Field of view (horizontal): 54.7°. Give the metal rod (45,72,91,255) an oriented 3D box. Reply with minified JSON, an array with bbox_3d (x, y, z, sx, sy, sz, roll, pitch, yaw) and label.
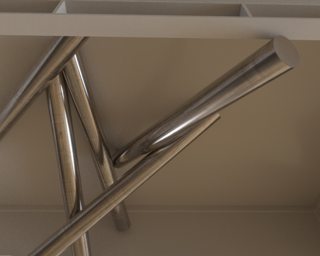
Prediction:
[{"bbox_3d":[-0.113,0.079,0.397,0.025,0.025,0.298,-3,106,2],"label":"metal rod"}]

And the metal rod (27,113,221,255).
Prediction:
[{"bbox_3d":[-0.046,0.075,0.387,0.300,0.025,0.025,-40,124,-3],"label":"metal rod"}]

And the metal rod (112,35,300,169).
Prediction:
[{"bbox_3d":[0.013,-0.003,0.330,0.025,0.025,0.299,25,149,-21],"label":"metal rod"}]

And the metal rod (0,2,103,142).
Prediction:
[{"bbox_3d":[-0.163,-0.030,0.359,0.025,0.025,0.299,35,128,-26],"label":"metal rod"}]

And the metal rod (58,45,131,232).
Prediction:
[{"bbox_3d":[-0.080,0.036,0.418,0.025,0.025,0.298,-6,124,5],"label":"metal rod"}]
